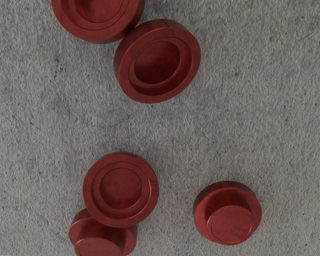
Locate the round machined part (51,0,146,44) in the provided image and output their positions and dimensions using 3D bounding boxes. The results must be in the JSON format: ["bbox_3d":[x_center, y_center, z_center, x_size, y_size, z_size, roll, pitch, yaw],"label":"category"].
[{"bbox_3d":[-0.063,-0.141,0.338,0.098,0.042,0.097,1,95,10],"label":"round machined part"}]

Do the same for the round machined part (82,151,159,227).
[{"bbox_3d":[-0.052,0.080,0.420,0.099,0.042,0.097,0,93,-5],"label":"round machined part"}]

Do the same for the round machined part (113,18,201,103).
[{"bbox_3d":[-0.006,-0.079,0.356,0.099,0.042,0.097,-17,138,-16],"label":"round machined part"}]

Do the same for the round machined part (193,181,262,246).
[{"bbox_3d":[0.099,0.130,0.449,0.099,0.042,0.097,0,110,0],"label":"round machined part"}]

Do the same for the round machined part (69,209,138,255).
[{"bbox_3d":[-0.084,0.162,0.448,0.099,0.042,0.097,2,124,4],"label":"round machined part"}]
